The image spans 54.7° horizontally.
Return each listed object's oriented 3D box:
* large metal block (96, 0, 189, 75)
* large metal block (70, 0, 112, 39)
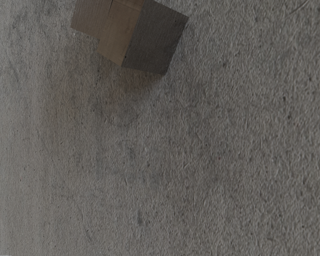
[{"bbox_3d":[-0.021,-0.117,0.386,0.050,0.081,0.079,36,112,34],"label":"large metal block"},{"bbox_3d":[-0.079,-0.173,0.454,0.080,0.050,0.079,30,109,36],"label":"large metal block"}]
